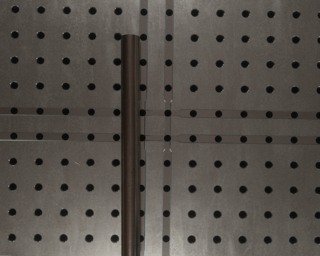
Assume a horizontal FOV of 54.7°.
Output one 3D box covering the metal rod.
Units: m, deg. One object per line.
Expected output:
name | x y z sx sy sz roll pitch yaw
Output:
metal rod | -0.039 0.028 0.412 0.025 0.025 0.298 0 90 -1
